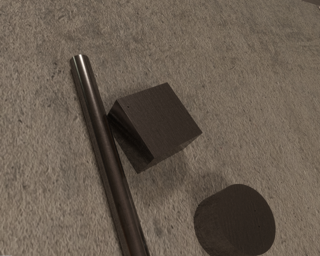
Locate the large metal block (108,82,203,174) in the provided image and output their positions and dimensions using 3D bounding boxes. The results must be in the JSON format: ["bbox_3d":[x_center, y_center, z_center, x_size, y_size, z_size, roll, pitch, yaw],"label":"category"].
[{"bbox_3d":[-0.009,-0.002,0.385,0.081,0.050,0.080,-25,75,-37],"label":"large metal block"}]

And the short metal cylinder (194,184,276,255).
[{"bbox_3d":[0.088,0.113,0.368,0.081,0.050,0.080,14,56,-21],"label":"short metal cylinder"}]

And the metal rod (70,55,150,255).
[{"bbox_3d":[-0.055,0.044,0.348,0.025,0.025,0.299,-7,65,-32],"label":"metal rod"}]
